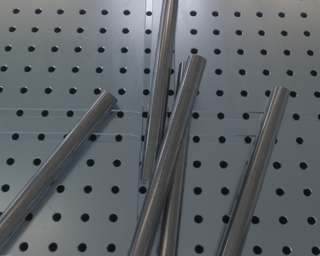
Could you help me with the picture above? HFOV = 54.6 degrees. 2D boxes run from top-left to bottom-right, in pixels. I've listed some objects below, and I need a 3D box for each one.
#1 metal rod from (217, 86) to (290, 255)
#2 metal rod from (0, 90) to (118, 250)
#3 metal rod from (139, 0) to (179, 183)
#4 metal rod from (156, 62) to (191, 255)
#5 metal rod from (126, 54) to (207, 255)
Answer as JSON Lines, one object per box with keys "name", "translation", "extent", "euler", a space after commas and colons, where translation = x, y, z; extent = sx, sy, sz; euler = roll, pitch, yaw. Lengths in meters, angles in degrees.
{"name": "metal rod", "translation": [0.110, 0.079, 0.383], "extent": [0.025, 0.025, 0.300], "euler": [21, 71, 7]}
{"name": "metal rod", "translation": [-0.152, 0.073, 0.384], "extent": [0.025, 0.025, 0.300], "euler": [32, 73, 11]}
{"name": "metal rod", "translation": [0.002, -0.073, 0.438], "extent": [0.025, 0.025, 0.299], "euler": [6, 70, 2]}
{"name": "metal rod", "translation": [0.021, 0.051, 0.393], "extent": [0.025, 0.025, 0.299], "euler": [7, 70, 2]}
{"name": "metal rod", "translation": [0.005, 0.049, 0.370], "extent": [0.025, 0.025, 0.299], "euler": [16, 77, 6]}
